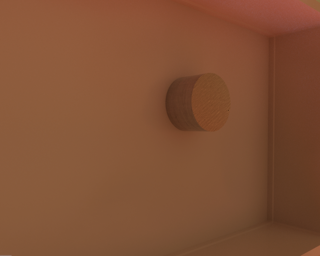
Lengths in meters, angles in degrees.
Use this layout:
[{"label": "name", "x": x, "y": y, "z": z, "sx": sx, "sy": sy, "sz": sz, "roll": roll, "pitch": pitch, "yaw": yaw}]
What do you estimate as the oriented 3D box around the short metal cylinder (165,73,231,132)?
[{"label": "short metal cylinder", "x": 0.055, "y": -0.035, "z": 0.438, "sx": 0.081, "sy": 0.050, "sz": 0.079, "roll": 0, "pitch": 90, "yaw": -40}]
